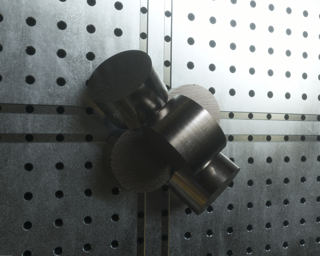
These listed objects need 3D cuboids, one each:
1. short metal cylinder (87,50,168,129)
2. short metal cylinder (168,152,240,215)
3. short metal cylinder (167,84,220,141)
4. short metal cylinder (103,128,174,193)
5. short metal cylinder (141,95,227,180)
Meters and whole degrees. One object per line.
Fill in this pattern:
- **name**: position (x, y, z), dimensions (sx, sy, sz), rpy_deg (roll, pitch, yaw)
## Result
- **short metal cylinder**: position (-0.037, -0.045, 0.363), dimensions (0.080, 0.080, 0.050), rpy_deg (-48, 139, -14)
- **short metal cylinder**: position (0.057, 0.065, 0.398), dimensions (0.080, 0.080, 0.050), rpy_deg (-42, 68, -15)
- **short metal cylinder**: position (0.032, -0.016, 0.411), dimensions (0.081, 0.050, 0.079), rpy_deg (0, 90, -21)
- **short metal cylinder**: position (-0.027, 0.037, 0.390), dimensions (0.081, 0.050, 0.079), rpy_deg (0, 90, -21)
- **short metal cylinder**: position (0.025, 0.010, 0.339), dimensions (0.050, 0.080, 0.080), rpy_deg (-43, 104, -15)
